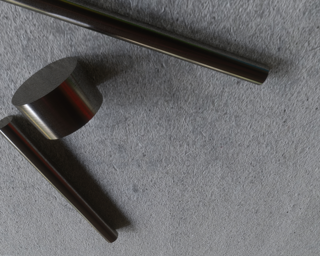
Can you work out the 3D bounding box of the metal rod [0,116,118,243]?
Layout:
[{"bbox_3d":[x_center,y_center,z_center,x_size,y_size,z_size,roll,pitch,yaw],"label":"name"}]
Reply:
[{"bbox_3d":[-0.145,0.098,0.488,0.025,0.025,0.299,-17,129,14],"label":"metal rod"}]

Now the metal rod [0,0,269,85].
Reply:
[{"bbox_3d":[-0.024,-0.099,0.322,0.302,0.025,0.025,15,128,-13],"label":"metal rod"}]

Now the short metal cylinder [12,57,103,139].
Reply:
[{"bbox_3d":[-0.111,-0.034,0.341,0.080,0.080,0.050,-20,128,15],"label":"short metal cylinder"}]
